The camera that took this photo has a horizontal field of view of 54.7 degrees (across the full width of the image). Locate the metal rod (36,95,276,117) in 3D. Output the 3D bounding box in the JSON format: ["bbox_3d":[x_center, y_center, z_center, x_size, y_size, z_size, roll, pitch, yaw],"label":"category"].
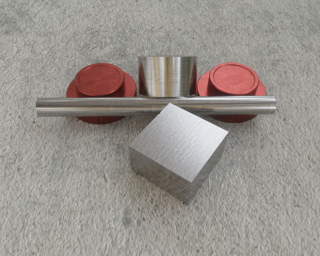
[{"bbox_3d":[-0.004,-0.028,0.401,0.302,0.025,0.025,-1,50,-1],"label":"metal rod"}]

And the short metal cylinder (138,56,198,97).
[{"bbox_3d":[0.011,-0.073,0.426,0.080,0.050,0.080,0,15,0],"label":"short metal cylinder"}]

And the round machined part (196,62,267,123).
[{"bbox_3d":[0.102,-0.056,0.442,0.099,0.042,0.098,0,50,0],"label":"round machined part"}]

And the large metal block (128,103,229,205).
[{"bbox_3d":[0.022,0.028,0.363,0.080,0.050,0.080,28,56,22],"label":"large metal block"}]

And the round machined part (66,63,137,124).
[{"bbox_3d":[-0.083,-0.055,0.438,0.099,0.042,0.098,0,50,0],"label":"round machined part"}]
